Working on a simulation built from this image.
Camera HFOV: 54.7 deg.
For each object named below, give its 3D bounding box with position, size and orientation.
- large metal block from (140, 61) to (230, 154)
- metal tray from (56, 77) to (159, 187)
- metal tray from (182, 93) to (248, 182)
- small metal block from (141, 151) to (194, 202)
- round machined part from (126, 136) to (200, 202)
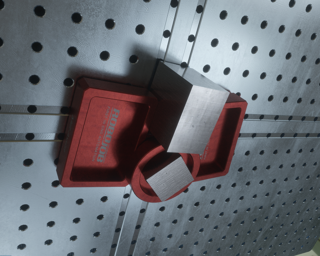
[{"bbox_3d":[0.025,-0.025,0.369,0.050,0.080,0.079,6,115,-31],"label":"large metal block"},{"bbox_3d":[-0.065,0.011,0.374,0.091,0.030,0.129,6,115,-31],"label":"metal tray"},{"bbox_3d":[0.068,0.016,0.450,0.091,0.030,0.129,-6,121,-25],"label":"metal tray"},{"bbox_3d":[0.009,0.058,0.393,0.050,0.025,0.050,-34,129,-6],"label":"small metal block"},{"bbox_3d":[0.001,0.048,0.414,0.099,0.042,0.097,-14,124,-21],"label":"round machined part"}]
